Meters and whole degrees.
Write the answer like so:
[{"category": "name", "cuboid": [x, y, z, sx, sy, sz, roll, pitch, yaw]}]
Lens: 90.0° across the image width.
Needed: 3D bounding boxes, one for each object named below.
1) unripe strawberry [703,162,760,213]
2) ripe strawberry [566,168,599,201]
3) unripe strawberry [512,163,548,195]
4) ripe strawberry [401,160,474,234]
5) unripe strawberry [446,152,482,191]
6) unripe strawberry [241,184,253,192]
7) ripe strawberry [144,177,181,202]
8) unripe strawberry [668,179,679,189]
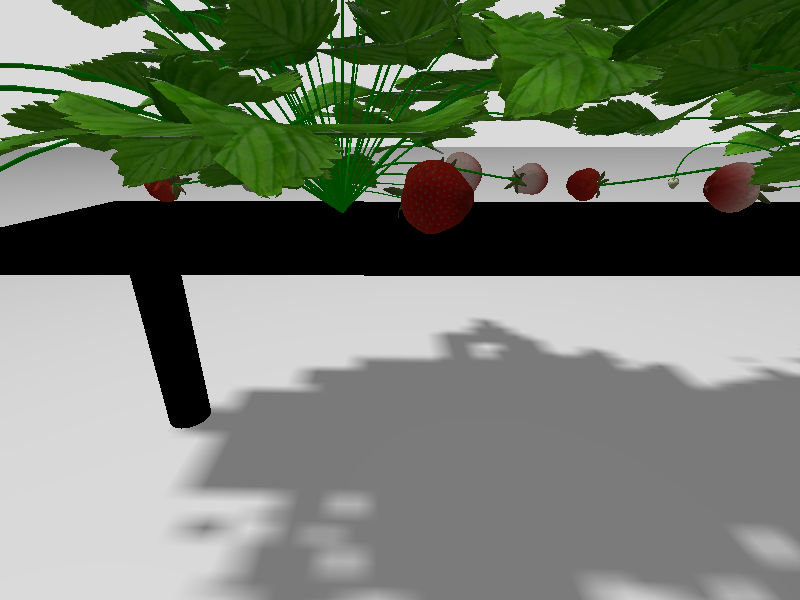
[{"category": "unripe strawberry", "cuboid": [0.280, -0.096, 0.340, 0.039, 0.041, 0.036, 0, 22, 1]}, {"category": "ripe strawberry", "cuboid": [0.183, -0.116, 0.403, 0.030, 0.031, 0.028, 6, 23, 16]}, {"category": "unripe strawberry", "cuboid": [0.144, -0.132, 0.437, 0.039, 0.034, 0.039, -11, 25, -26]}, {"category": "ripe strawberry", "cuboid": [0.028, -0.069, 0.273, 0.050, 0.050, 0.047, 20, 30, 39]}, {"category": "unripe strawberry", "cuboid": [0.070, -0.135, 0.434, 0.049, 0.048, 0.045, -18, 28, -37]}, {"category": "unripe strawberry", "cuboid": [-0.181, -0.142, 0.481, 0.023, 0.023, 0.019, -19, 29, -38]}, {"category": "ripe strawberry", "cuboid": [-0.235, -0.116, 0.396, 0.034, 0.035, 0.031, 6, 23, 17]}, {"category": "unripe strawberry", "cuboid": [0.325, -0.138, 0.476, 0.010, 0.011, 0.011, -11, 25, -26]}]
